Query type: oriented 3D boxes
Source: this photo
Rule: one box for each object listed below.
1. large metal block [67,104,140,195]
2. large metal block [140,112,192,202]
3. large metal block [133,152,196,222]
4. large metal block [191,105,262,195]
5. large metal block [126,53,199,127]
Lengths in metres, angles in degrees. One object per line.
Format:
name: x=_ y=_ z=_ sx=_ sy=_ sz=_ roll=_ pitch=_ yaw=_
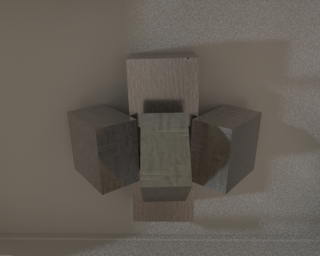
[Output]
large metal block: x=-0.070 y=0.022 z=0.380 sx=0.050 sy=0.080 sz=0.079 roll=-16 pitch=115 yaw=-33
large metal block: x=0.005 y=0.036 z=0.351 sx=0.050 sy=0.080 sz=0.080 roll=-1 pitch=66 yaw=-1
large metal block: x=0.005 y=0.080 z=0.426 sx=0.081 sy=0.050 sz=0.079 roll=1 pitch=110 yaw=-1
large metal block: x=0.081 y=0.022 z=0.382 sx=0.050 sy=0.081 sz=0.079 roll=17 pitch=116 yaw=35
large metal block: x=0.004 y=-0.048 z=0.376 sx=0.080 sy=0.050 sz=0.079 roll=-1 pitch=110 yaw=0
